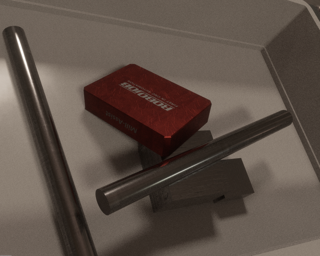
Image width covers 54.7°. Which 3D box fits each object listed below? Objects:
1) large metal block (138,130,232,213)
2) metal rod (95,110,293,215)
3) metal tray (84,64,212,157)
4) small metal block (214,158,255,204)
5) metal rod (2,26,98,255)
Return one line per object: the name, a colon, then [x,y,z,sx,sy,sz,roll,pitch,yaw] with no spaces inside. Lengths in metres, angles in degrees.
large metal block: [0.028,0.051,0.375,0.081,0.050,0.080,-2,63,-30]
metal rod: [0.065,0.026,0.362,0.302,0.025,0.025,-19,72,-36]
metal tray: [-0.016,-0.028,0.377,0.130,0.030,0.091,30,46,25]
small metal block: [0.091,0.070,0.414,0.050,0.025,0.050,-2,63,-29]
metal rod: [-0.121,0.013,0.332,0.025,0.025,0.299,-12,68,-33]
